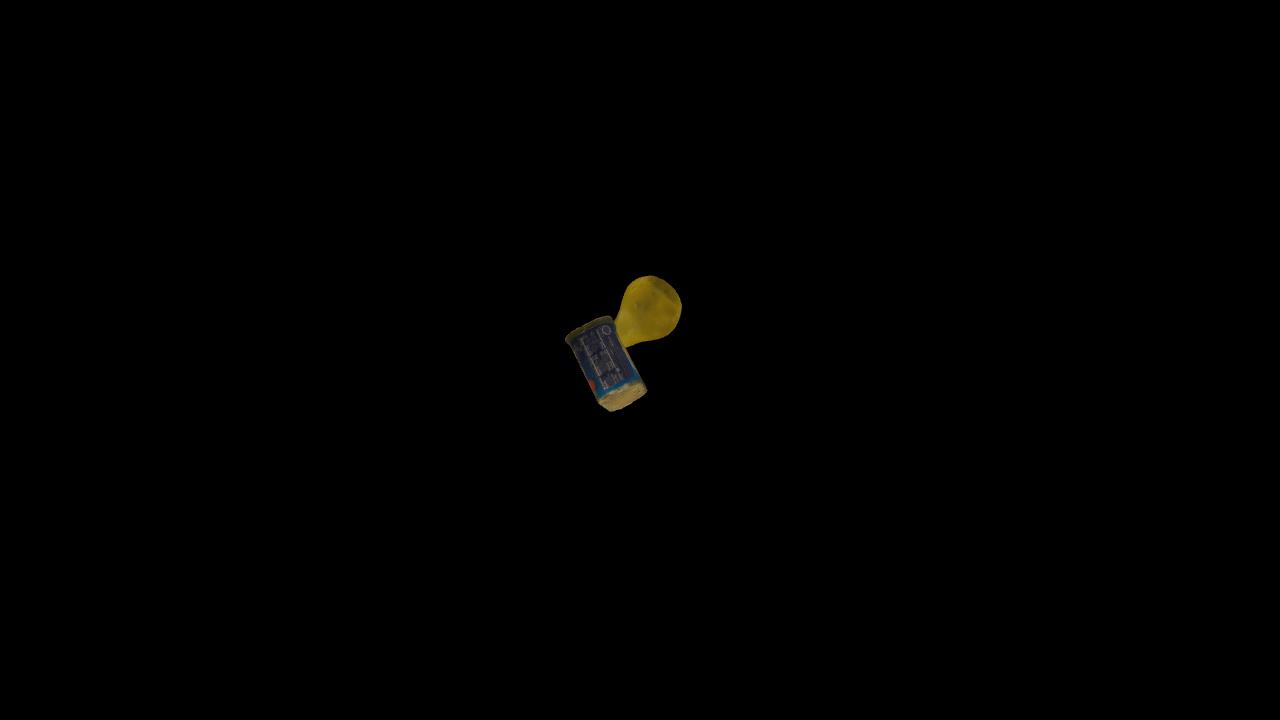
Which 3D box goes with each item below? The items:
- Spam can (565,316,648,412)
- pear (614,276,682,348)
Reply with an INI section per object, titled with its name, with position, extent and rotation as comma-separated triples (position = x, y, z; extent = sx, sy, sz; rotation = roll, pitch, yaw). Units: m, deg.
[Spam can]
position = -0.035, 0.007, 0.702
extent = 0.058, 0.085, 0.101
rotation = -28, -13, 1
[pear]
position = -0.003, -0.045, 0.730
extent = 0.111, 0.080, 0.080
rotation = -43, -24, 29
